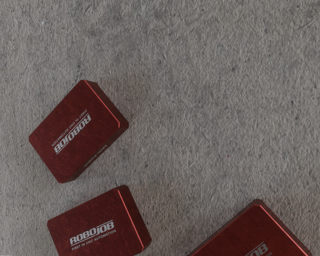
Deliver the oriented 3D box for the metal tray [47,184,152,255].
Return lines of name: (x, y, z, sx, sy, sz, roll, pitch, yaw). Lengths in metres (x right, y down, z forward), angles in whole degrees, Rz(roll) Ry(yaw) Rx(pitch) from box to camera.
metal tray: (-0.088, 0.147, 0.437, 0.130, 0.030, 0.090, -28, 81, 17)

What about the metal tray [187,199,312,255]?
metal tray: (0.100, 0.161, 0.371, 0.130, 0.030, 0.090, -45, 76, 14)

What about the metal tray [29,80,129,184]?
metal tray: (-0.120, 0.006, 0.449, 0.130, 0.030, 0.090, -43, 77, 14)
